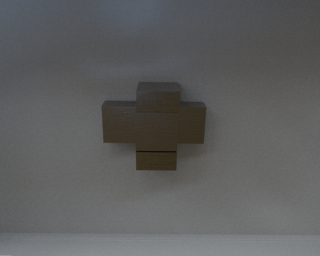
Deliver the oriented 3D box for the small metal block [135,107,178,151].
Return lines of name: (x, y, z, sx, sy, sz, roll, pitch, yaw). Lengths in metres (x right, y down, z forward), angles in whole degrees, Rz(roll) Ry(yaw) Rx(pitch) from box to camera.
small metal block: (-0.004, 0.001, 0.382, 0.050, 0.025, 0.050, 1, 110, -1)

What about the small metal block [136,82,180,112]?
small metal block: (-0.002, -0.039, 0.381, 0.050, 0.050, 0.025, 1, 110, -1)

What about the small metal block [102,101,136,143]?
small metal block: (-0.048, -0.008, 0.405, 0.050, 0.025, 0.050, 1, 110, -1)

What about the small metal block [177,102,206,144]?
small metal block: (0.032, -0.007, 0.407, 0.050, 0.025, 0.050, 1, 110, -1)

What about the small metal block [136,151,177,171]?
small metal block: (-0.005, 0.033, 0.406, 0.050, 0.050, 0.025, 1, 110, -1)
